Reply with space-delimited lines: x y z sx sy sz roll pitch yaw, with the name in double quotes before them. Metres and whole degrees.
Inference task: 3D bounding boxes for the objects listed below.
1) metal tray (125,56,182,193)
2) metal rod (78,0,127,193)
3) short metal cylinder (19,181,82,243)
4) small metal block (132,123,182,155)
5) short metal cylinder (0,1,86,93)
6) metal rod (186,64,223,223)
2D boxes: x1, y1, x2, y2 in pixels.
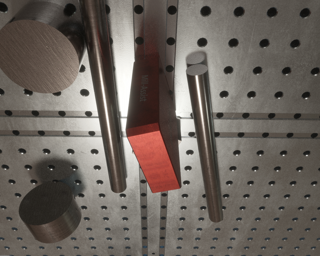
"metal tray" -0.004 -0.008 0.336 0.030 0.130 0.090 -12 129 9
"metal rod" -0.066 -0.020 0.393 0.025 0.025 0.298 -1 130 0
"short metal cylinder" -0.170 0.131 0.484 0.080 0.080 0.050 -5 130 3
"small metal block" -0.005 0.018 0.427 0.050 0.025 0.050 20 127 -17
"short metal cylinder" -0.120 -0.083 0.323 0.081 0.050 0.079 0 130 0
"metal rod" 0.071 0.044 0.450 0.025 0.025 0.298 -9 130 7
